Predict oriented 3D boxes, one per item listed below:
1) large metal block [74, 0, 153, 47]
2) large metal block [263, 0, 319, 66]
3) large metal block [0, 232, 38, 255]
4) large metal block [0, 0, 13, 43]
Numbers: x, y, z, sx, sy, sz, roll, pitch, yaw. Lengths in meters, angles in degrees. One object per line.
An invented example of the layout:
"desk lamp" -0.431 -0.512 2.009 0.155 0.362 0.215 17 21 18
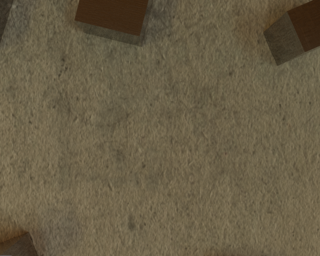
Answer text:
"large metal block" -0.054 -0.158 0.397 0.080 0.050 0.080 14 90 -1
"large metal block" 0.188 -0.123 0.385 0.080 0.080 0.050 -23 90 0
"large metal block" -0.207 0.179 0.380 0.080 0.080 0.050 -21 90 0
"large metal block" -0.247 -0.153 0.394 0.080 0.050 0.080 17 90 -1
